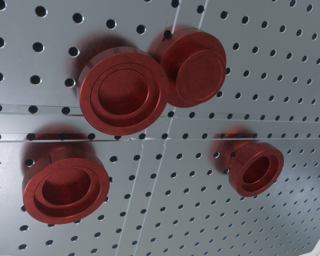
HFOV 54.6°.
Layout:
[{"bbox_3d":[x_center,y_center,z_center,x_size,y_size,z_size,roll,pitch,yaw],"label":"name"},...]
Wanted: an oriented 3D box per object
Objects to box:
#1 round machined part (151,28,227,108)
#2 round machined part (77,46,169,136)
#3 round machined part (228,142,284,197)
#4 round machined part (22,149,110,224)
[{"bbox_3d":[0.041,-0.068,0.380,0.099,0.042,0.097,-14,124,-21],"label":"round machined part"},{"bbox_3d":[-0.043,-0.043,0.346,0.099,0.042,0.097,-11,124,-17],"label":"round machined part"},{"bbox_3d":[0.157,0.066,0.525,0.099,0.042,0.097,-14,124,-21],"label":"round machined part"},{"bbox_3d":[-0.115,0.066,0.378,0.099,0.042,0.097,-14,124,-21],"label":"round machined part"}]
